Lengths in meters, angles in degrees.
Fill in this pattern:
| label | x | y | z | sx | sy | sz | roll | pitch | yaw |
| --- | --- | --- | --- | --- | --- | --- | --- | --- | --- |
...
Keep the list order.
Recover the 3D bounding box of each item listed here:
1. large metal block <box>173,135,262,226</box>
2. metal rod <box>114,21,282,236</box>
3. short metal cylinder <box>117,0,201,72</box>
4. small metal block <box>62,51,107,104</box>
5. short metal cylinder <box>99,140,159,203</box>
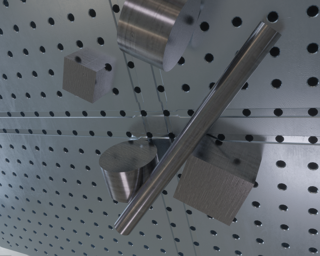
| label | x | y | z | sx | sy | sz | roll | pitch | yaw |
| --- | --- | --- | --- | --- | --- | --- | --- | --- | --- |
| large metal block | 0.072 | 0.066 | 0.398 | 0.080 | 0.050 | 0.079 | 25 | 127 | 12 |
| metal rod | 0.029 | 0.018 | 0.354 | 0.025 | 0.025 | 0.298 | 36 | 112 | 4 |
| short metal cylinder | 0.000 | -0.104 | 0.311 | 0.050 | 0.080 | 0.079 | 27 | 128 | 11 |
| small metal block | -0.103 | -0.069 | 0.423 | 0.050 | 0.025 | 0.050 | 26 | 128 | 12 |
| short metal cylinder | -0.039 | 0.058 | 0.432 | 0.080 | 0.080 | 0.050 | 4 | 120 | 26 |
